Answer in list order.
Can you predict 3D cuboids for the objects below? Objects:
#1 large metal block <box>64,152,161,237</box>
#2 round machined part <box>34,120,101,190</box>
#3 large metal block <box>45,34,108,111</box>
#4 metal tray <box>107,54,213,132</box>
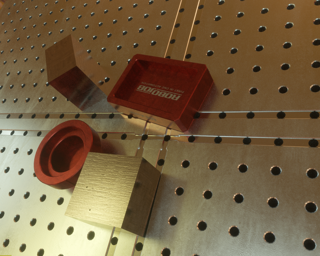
[{"bbox_3d":[-0.054,0.078,0.373,0.080,0.050,0.080,2,63,29],"label":"large metal block"},{"bbox_3d":[-0.125,0.040,0.438,0.098,0.042,0.098,-13,56,21],"label":"round machined part"},{"bbox_3d":[-0.134,-0.088,0.497,0.050,0.080,0.080,-28,52,10],"label":"large metal block"},{"bbox_3d":[-0.002,-0.054,0.439,0.130,0.030,0.090,18,71,35],"label":"metal tray"}]
